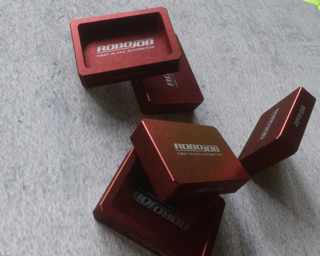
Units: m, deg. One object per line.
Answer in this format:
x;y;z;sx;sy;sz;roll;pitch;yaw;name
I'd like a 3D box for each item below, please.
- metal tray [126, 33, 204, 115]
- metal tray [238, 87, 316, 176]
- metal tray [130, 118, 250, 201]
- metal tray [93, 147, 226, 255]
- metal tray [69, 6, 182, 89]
0.001;-0.084;0.454;0.091;0.030;0.130;-5;64;-31;metal tray
0.171;0.004;0.454;0.030;0.090;0.131;42;51;0;metal tray
0.038;0.036;0.368;0.131;0.030;0.090;5;44;-41;metal tray
0.004;0.090;0.349;0.130;0.030;0.090;33;51;-7;metal tray
-0.045;-0.108;0.410;0.131;0.030;0.090;-12;67;-8;metal tray
